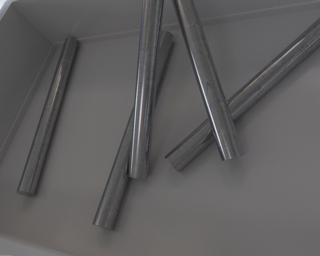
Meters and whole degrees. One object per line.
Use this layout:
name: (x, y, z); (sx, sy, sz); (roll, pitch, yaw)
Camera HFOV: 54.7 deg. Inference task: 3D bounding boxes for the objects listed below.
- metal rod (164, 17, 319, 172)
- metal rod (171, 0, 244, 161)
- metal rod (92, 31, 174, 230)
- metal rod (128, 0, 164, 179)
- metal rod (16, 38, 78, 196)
metal rod: (0.126, -0.056, 0.374); (0.300, 0.025, 0.025); (-42, 51, -1)
metal rod: (0.040, -0.109, 0.364); (0.025, 0.025, 0.299); (-19, 80, 17)
metal rod: (-0.030, -0.013, 0.429); (0.025, 0.025, 0.300); (3, 63, 29)
metal rod: (-0.014, -0.088, 0.372); (0.025, 0.025, 0.298); (9, 97, 32)
metal rod: (-0.183, -0.035, 0.523); (0.025, 0.025, 0.299); (-9, 58, 24)
